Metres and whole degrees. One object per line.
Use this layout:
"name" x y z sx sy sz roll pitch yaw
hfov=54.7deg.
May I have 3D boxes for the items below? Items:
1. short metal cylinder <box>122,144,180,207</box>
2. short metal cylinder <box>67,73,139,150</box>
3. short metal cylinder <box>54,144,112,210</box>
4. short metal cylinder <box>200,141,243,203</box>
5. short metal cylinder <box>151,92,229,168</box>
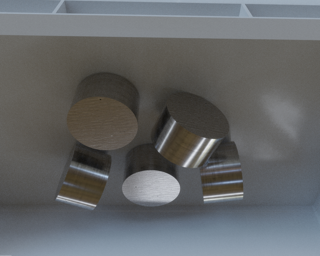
"short metal cylinder" -0.012 0.069 0.449 0.081 0.050 0.079 0 130 0
"short metal cylinder" -0.066 -0.019 0.373 0.081 0.050 0.079 0 130 0
"short metal cylinder" -0.106 0.067 0.426 0.050 0.080 0.080 21 127 -18
"short metal cylinder" 0.080 0.060 0.423 0.050 0.080 0.080 -7 130 5
"short metal cylinder" 0.035 0.001 0.374 0.081 0.080 0.050 17 128 -14
